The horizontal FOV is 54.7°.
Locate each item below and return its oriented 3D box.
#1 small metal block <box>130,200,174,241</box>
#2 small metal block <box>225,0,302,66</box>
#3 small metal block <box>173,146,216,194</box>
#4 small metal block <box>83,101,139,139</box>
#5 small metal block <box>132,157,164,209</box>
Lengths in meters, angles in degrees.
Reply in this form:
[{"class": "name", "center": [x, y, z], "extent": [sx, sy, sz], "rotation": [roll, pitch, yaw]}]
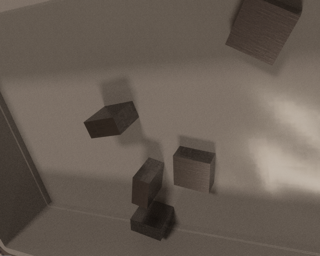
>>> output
[{"class": "small metal block", "center": [-0.012, 0.141, 0.485], "extent": [0.050, 0.050, 0.025], "rotation": [14, 124, 20]}, {"class": "small metal block", "center": [0.098, -0.096, 0.297], "extent": [0.050, 0.025, 0.050], "rotation": [28, 128, 10]}, {"class": "small metal block", "center": [0.046, 0.056, 0.418], "extent": [0.050, 0.025, 0.050], "rotation": [11, 123, 22]}, {"class": "small metal block", "center": [-0.065, -0.011, 0.418], "extent": [0.050, 0.050, 0.025], "rotation": [-8, 115, 31]}, {"class": "small metal block", "center": [-0.017, 0.079, 0.449], "extent": [0.025, 0.050, 0.050], "rotation": [18, 125, 18]}]
